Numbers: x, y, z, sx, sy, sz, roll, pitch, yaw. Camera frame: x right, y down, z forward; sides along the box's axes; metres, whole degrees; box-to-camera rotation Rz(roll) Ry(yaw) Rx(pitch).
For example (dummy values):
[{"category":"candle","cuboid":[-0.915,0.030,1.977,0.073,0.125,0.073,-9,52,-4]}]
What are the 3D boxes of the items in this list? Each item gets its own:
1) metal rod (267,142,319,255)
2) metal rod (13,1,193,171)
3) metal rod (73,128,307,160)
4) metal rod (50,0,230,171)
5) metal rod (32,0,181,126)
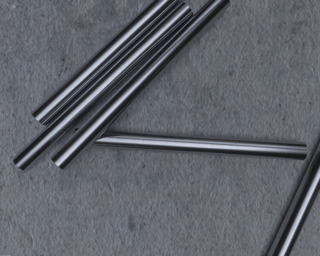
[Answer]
[{"category":"metal rod","cuboid":[0.180,0.122,0.412,0.025,0.025,0.299,25,90,-1]},{"category":"metal rod","cuboid":[-0.074,-0.055,0.408,0.300,0.025,0.025,-43,91,-1]},{"category":"metal rod","cuboid":[0.039,0.022,0.410,0.302,0.025,0.025,3,90,-1]},{"category":"metal rod","cuboid":[-0.020,-0.064,0.394,0.025,0.025,0.300,44,84,0]},{"category":"metal rod","cuboid":[-0.049,-0.114,0.409,0.300,0.025,0.025,-43,91,-1]}]
